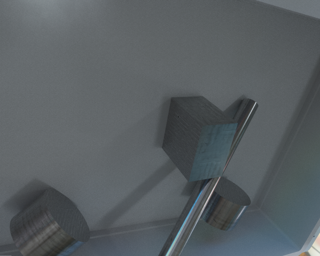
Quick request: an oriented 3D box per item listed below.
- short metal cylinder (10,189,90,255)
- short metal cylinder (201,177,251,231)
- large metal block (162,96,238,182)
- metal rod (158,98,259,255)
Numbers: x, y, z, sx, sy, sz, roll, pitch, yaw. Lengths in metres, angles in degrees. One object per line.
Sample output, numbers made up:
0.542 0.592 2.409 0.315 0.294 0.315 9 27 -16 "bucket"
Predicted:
-0.132 0.122 0.377 0.050 0.080 0.080 -40 130 -2 "short metal cylinder"
0.099 0.119 0.503 0.081 0.080 0.050 14 111 -35 "short metal cylinder"
0.048 0.011 0.408 0.050 0.080 0.079 -4 120 -26 "large metal block"
0.060 0.086 0.425 0.025 0.025 0.300 45 70 -40 "metal rod"
